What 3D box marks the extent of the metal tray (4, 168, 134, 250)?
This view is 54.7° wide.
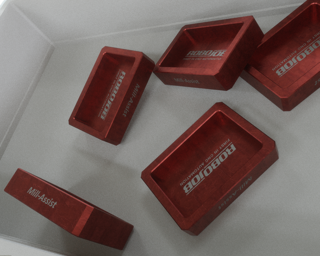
[{"bbox_3d":[-0.105,0.093,0.360,0.130,0.090,0.030,15,70,34],"label":"metal tray"}]

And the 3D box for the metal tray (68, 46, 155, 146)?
[{"bbox_3d":[-0.071,-0.049,0.446,0.090,0.030,0.130,20,84,39],"label":"metal tray"}]

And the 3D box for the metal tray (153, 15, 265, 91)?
[{"bbox_3d":[0.057,-0.097,0.406,0.130,0.030,0.090,17,69,53],"label":"metal tray"}]

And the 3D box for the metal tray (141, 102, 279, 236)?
[{"bbox_3d":[0.053,0.042,0.347,0.130,0.030,0.090,-43,51,-2],"label":"metal tray"}]

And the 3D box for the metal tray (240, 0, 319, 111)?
[{"bbox_3d":[0.168,-0.091,0.369,0.130,0.030,0.090,-39,51,1],"label":"metal tray"}]
